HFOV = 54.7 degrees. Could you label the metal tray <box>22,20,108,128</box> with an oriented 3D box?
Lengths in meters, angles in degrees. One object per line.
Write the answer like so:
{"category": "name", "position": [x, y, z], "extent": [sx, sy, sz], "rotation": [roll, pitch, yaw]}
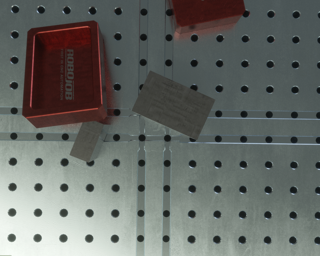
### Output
{"category": "metal tray", "position": [-0.116, -0.069, 0.384], "extent": [0.091, 0.030, 0.130], "rotation": [-7, 66, -1]}

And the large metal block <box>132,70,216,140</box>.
{"category": "large metal block", "position": [0.015, -0.026, 0.386], "extent": [0.080, 0.080, 0.050], "rotation": [24, 90, -1]}

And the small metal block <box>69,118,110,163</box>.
{"category": "small metal block", "position": [-0.089, 0.014, 0.400], "extent": [0.025, 0.050, 0.050], "rotation": [22, 90, 0]}

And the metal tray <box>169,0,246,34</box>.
{"category": "metal tray", "position": [0.054, -0.201, 0.411], "extent": [0.091, 0.030, 0.129], "rotation": [-12, 90, -1]}
